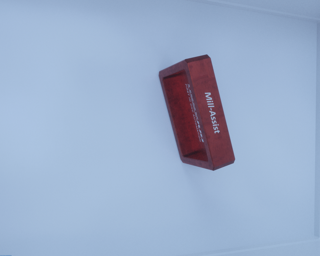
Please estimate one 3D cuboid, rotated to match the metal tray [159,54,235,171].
[{"bbox_3d":[0.043,-0.017,0.388,0.030,0.090,0.129,-17,96,-20],"label":"metal tray"}]
